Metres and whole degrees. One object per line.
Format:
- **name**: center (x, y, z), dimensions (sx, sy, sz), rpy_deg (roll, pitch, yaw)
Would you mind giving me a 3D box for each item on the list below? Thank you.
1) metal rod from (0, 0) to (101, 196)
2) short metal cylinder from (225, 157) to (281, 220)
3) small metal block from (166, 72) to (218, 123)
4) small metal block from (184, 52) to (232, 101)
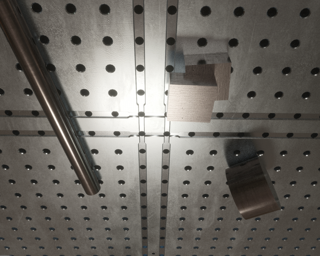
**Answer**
- **metal rod**: center (-0.131, -0.015, 0.397), dimensions (0.025, 0.025, 0.298), rpy_deg (-7, 130, 6)
- **short metal cylinder**: center (0.136, 0.087, 0.452), dimensions (0.050, 0.080, 0.080), rpy_deg (-24, 126, 19)
- **small metal block**: center (0.034, -0.034, 0.351), dimensions (0.050, 0.025, 0.050), rpy_deg (2, 130, -2)
- **small metal block**: center (0.054, -0.059, 0.363), dimensions (0.050, 0.025, 0.050), rpy_deg (-3, 130, 2)
